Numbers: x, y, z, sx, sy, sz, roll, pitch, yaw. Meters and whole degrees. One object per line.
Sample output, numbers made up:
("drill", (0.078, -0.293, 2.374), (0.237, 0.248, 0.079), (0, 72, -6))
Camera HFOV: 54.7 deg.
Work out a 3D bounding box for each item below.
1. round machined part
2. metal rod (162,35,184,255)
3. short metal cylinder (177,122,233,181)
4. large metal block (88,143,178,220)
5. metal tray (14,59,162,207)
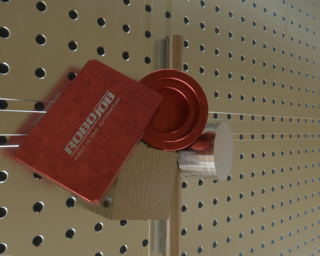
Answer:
("round machined part", (0.007, -0.021, 0.387), (0.099, 0.042, 0.097), (0, 89, -15))
("metal rod", (0.018, 0.025, 0.425), (0.025, 0.025, 0.298), (2, 89, -40))
("short metal cylinder", (0.065, 0.031, 0.430), (0.080, 0.050, 0.079), (-1, 91, -60))
("large metal block", (-0.030, 0.063, 0.368), (0.081, 0.050, 0.080), (13, 82, -39))
("metal tray", (-0.067, 0.001, 0.317), (0.090, 0.030, 0.130), (29, 67, 5))
